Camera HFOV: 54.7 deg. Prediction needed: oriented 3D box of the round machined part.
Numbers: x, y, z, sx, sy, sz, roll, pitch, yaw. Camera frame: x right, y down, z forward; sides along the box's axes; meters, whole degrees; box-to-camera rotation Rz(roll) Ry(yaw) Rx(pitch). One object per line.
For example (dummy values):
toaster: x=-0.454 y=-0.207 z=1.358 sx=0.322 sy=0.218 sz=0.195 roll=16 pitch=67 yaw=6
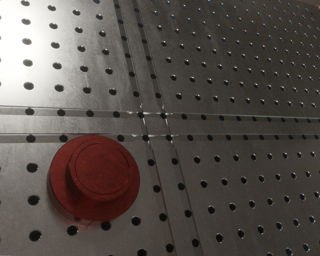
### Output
round machined part: x=-0.067 y=0.050 z=0.332 sx=0.099 sy=0.042 sz=0.098 roll=14 pitch=56 yaw=-21
